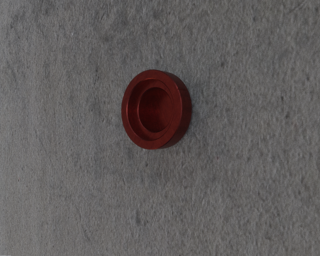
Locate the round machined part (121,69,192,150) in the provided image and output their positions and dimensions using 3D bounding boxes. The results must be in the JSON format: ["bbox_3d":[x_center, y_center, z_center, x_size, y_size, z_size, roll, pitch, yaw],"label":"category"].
[{"bbox_3d":[0.000,-0.022,0.392,0.098,0.042,0.097,0,90,39],"label":"round machined part"}]
